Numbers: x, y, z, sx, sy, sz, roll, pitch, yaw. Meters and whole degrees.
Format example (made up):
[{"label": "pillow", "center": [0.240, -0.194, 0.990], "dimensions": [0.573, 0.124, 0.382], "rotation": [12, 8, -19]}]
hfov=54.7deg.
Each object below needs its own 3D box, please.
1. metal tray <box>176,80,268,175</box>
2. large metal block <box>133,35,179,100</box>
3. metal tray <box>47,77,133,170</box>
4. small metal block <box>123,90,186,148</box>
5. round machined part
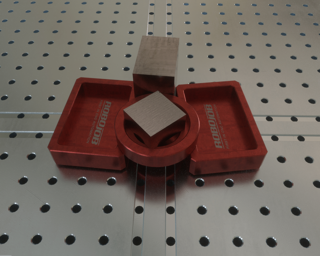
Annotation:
[{"label": "metal tray", "center": [0.073, -0.005, 0.404], "dimensions": [0.091, 0.030, 0.130], "rotation": [-5, 50, -4]}, {"label": "large metal block", "center": [-0.003, -0.068, 0.424], "dimensions": [0.050, 0.080, 0.080], "rotation": [5, 50, 4]}, {"label": "metal tray", "center": [-0.080, -0.011, 0.407], "dimensions": [0.091, 0.030, 0.130], "rotation": [5, 50, 4]}, {"label": "small metal block", "center": [-0.006, -0.010, 0.356], "dimensions": [0.050, 0.025, 0.050], "rotation": [-32, 57, -24]}, {"label": "round machined part", "center": [-0.003, 0.006, 0.374], "dimensions": [0.099, 0.042, 0.098], "rotation": [0, 50, 0]}]
